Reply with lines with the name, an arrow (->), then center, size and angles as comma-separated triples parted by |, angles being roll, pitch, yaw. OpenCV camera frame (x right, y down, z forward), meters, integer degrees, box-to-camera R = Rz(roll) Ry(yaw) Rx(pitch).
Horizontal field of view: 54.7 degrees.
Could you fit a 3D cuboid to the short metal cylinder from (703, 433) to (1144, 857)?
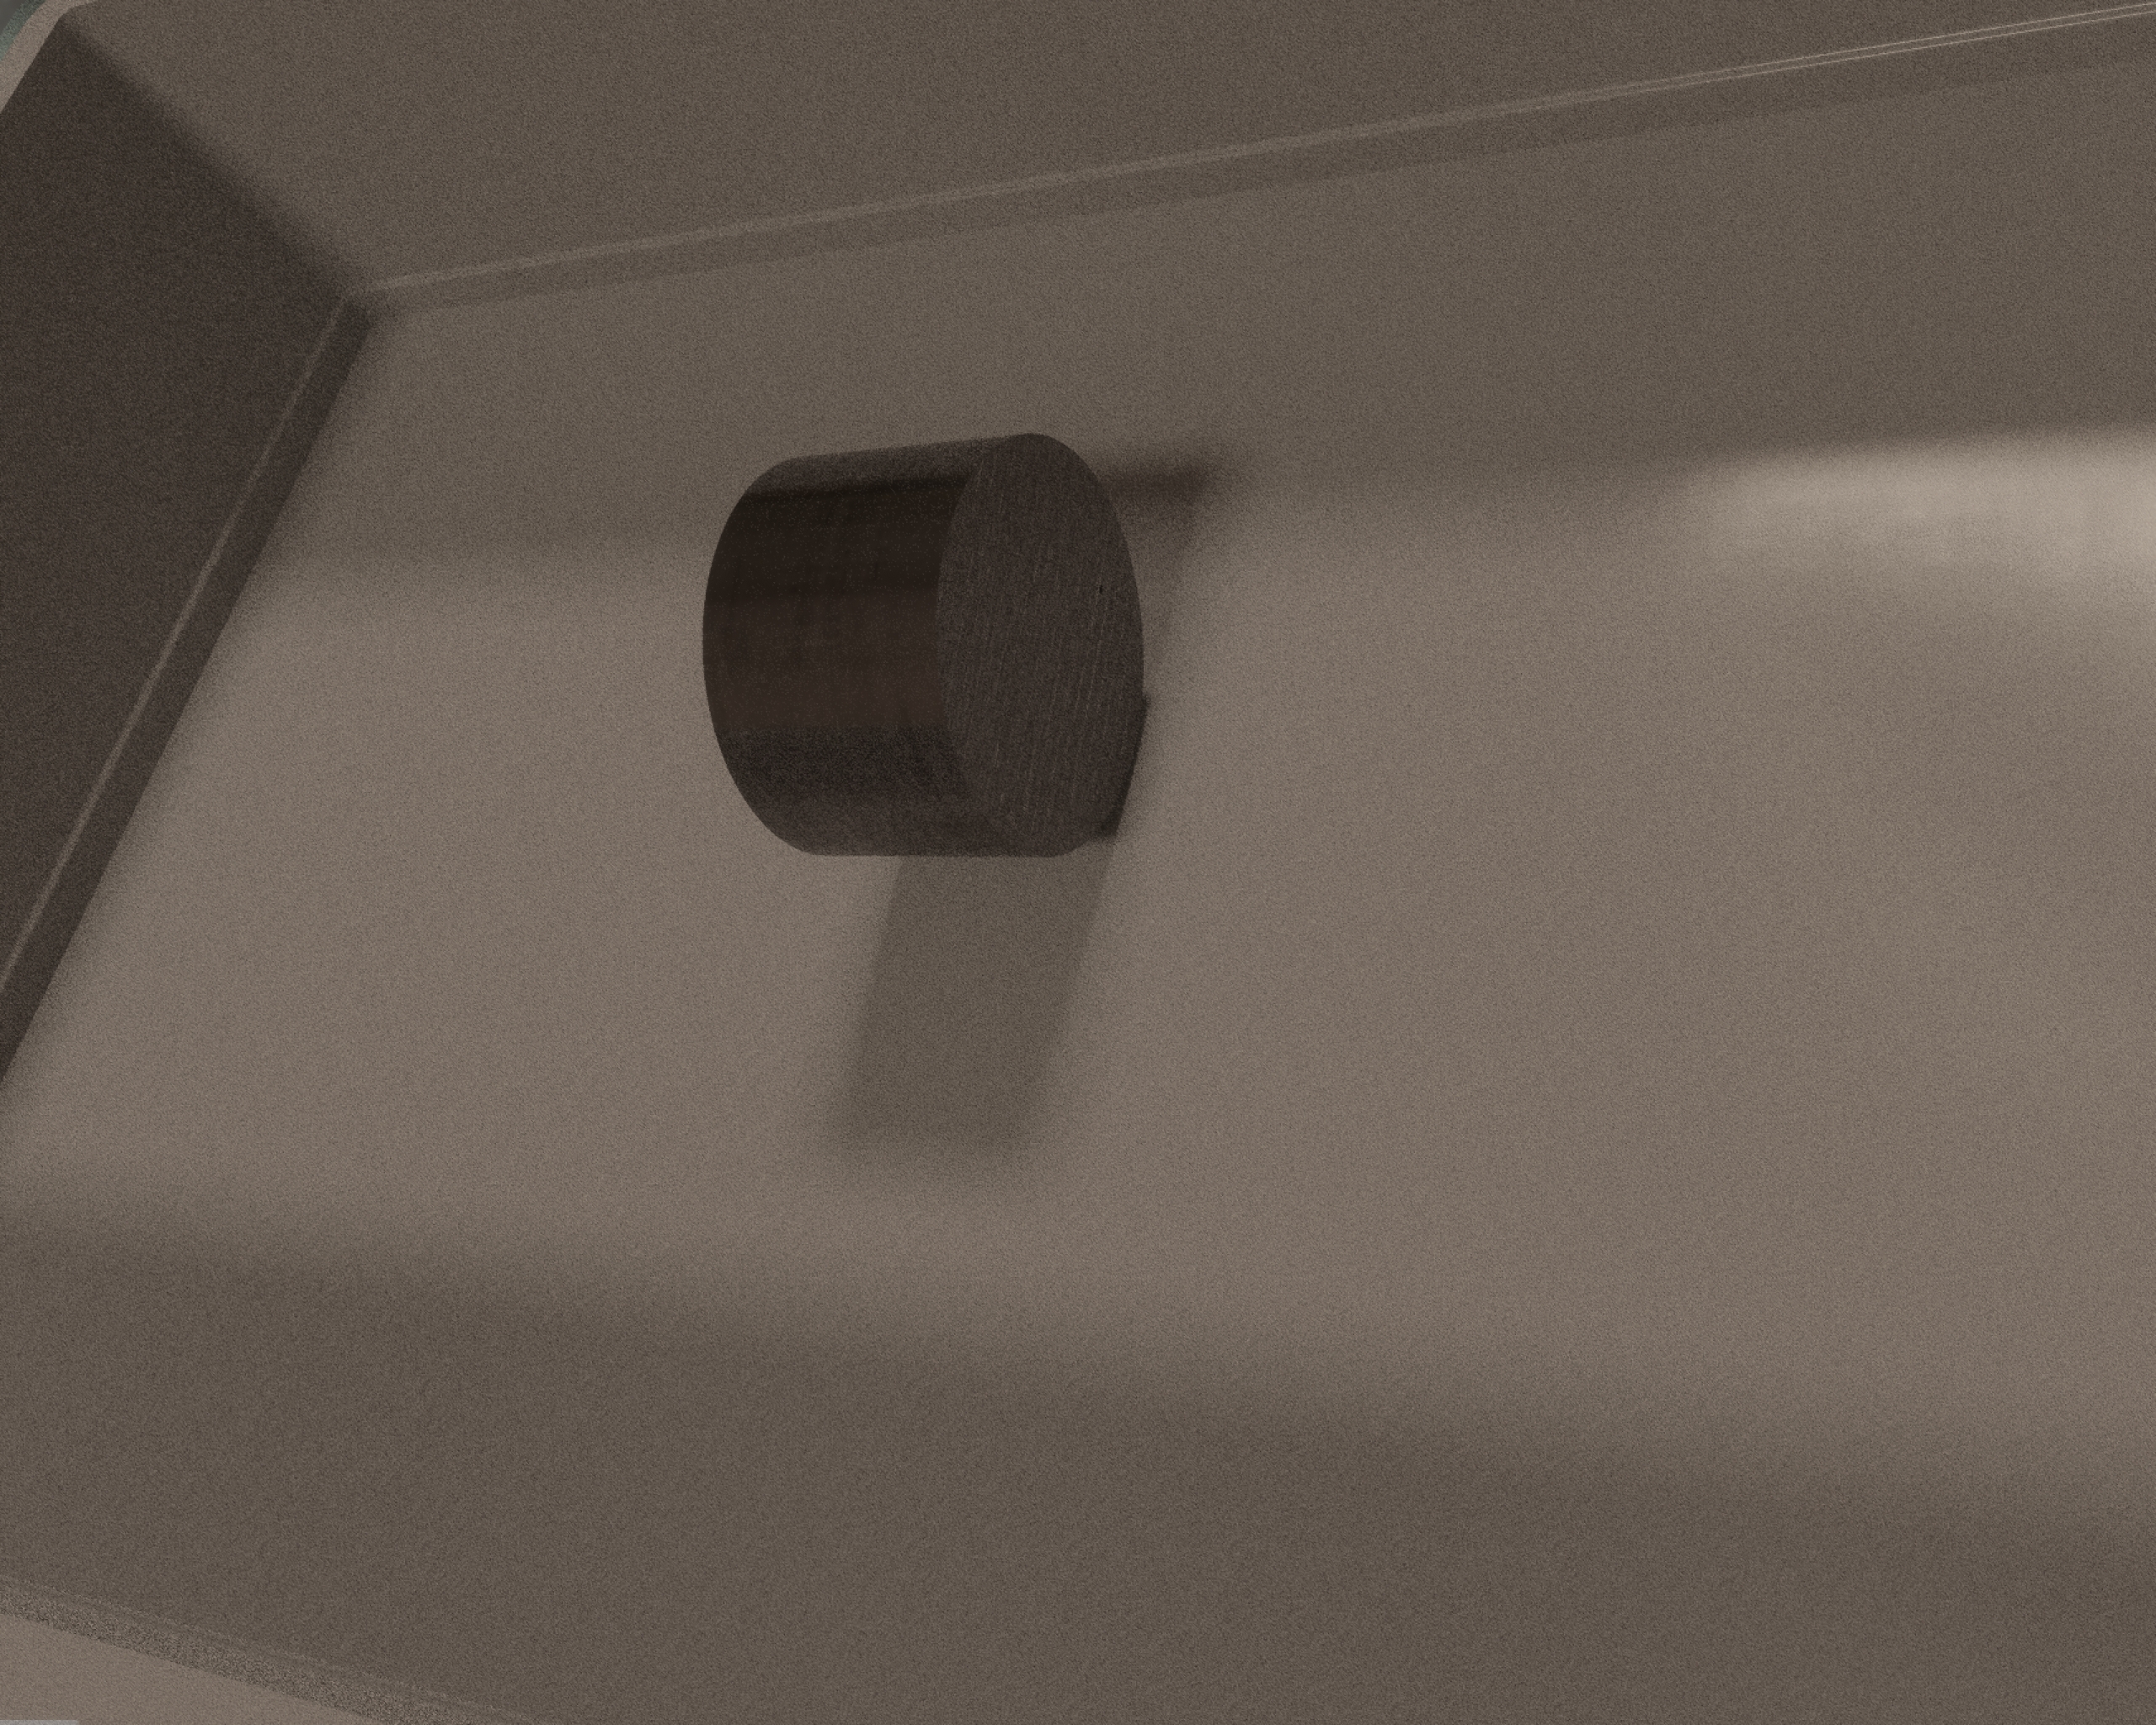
short metal cylinder -> -0.028, -0.041, 0.406 | 0.050, 0.080, 0.080 | 0, 62, 28
